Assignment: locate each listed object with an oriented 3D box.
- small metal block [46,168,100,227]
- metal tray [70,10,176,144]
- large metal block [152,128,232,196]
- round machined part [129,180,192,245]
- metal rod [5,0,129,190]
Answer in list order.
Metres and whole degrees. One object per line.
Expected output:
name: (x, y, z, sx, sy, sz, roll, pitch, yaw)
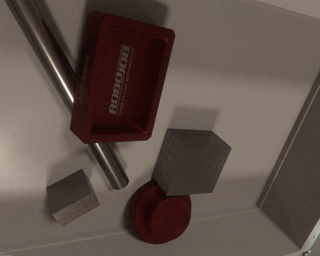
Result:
small metal block: (-0.109, 0.085, 0.387, 0.050, 0.050, 0.025, -28, 128, -11)
metal tray: (-0.040, -0.050, 0.333, 0.091, 0.030, 0.129, -1, 112, -40)
large metal block: (0.044, 0.049, 0.449, 0.081, 0.050, 0.079, 3, 117, -30)
round machined part: (0.007, 0.128, 0.463, 0.099, 0.042, 0.097, -5, 101, -28)
metal rod: (-0.095, -0.036, 0.335, 0.025, 0.025, 0.299, -28, 128, -11)
